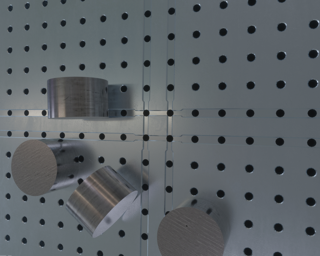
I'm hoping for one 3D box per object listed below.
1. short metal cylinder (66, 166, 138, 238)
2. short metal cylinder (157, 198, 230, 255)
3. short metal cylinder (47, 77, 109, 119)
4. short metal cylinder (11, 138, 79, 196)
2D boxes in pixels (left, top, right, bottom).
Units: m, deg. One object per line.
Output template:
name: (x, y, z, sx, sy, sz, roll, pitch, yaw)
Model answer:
short metal cylinder: (-0.076, 0.096, 0.410, 0.050, 0.080, 0.080, 40, 103, 15)
short metal cylinder: (0.043, 0.132, 0.384, 0.080, 0.050, 0.079, 0, 90, 20)
short metal cylinder: (-0.111, -0.038, 0.422, 0.080, 0.080, 0.050, -2, 90, 20)
short metal cylinder: (-0.169, 0.056, 0.459, 0.080, 0.050, 0.080, 0, 90, 20)
